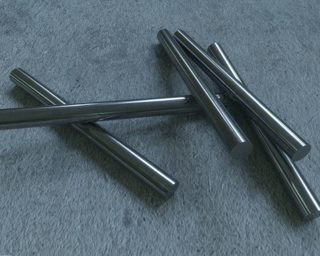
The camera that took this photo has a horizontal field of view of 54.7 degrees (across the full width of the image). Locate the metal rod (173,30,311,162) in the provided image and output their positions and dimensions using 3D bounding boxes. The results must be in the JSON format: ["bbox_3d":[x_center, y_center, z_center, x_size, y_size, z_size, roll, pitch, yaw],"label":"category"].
[{"bbox_3d":[0.093,-0.066,0.435,0.025,0.025,0.300,-19,46,-15],"label":"metal rod"}]

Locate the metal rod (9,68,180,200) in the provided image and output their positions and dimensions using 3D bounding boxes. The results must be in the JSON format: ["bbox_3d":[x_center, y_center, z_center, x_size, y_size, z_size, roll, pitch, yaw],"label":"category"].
[{"bbox_3d":[-0.101,-0.005,0.406,0.300,0.025,0.025,33,57,24],"label":"metal rod"}]

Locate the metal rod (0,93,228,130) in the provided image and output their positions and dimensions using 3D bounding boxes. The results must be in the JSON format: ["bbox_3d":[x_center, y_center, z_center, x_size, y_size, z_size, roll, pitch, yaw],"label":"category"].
[{"bbox_3d":[-0.055,-0.023,0.395,0.302,0.025,0.025,-6,50,-16],"label":"metal rod"}]

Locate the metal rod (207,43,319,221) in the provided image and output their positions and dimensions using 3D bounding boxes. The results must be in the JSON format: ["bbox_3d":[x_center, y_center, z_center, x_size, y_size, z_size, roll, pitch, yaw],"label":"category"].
[{"bbox_3d":[0.126,-0.019,0.419,0.025,0.025,0.300,-11,51,-9],"label":"metal rod"}]

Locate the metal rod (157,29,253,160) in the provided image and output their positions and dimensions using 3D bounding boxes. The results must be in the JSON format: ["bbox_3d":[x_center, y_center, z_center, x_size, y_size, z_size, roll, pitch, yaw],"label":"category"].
[{"bbox_3d":[0.045,-0.069,0.426,0.025,0.025,0.300,-12,41,-10],"label":"metal rod"}]
